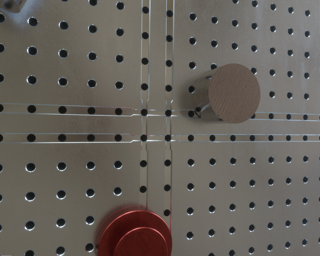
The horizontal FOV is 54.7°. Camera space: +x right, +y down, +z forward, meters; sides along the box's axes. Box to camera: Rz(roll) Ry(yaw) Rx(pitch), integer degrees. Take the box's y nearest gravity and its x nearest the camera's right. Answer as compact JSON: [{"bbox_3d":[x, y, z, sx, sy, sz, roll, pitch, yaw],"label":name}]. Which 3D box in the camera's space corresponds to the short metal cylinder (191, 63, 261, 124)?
[{"bbox_3d":[0.091,-0.046,0.433,0.081,0.050,0.079,0,90,-20],"label":"short metal cylinder"}]

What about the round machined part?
[{"bbox_3d":[-0.030,0.154,0.393,0.099,0.042,0.097,0,90,-20],"label":"round machined part"}]

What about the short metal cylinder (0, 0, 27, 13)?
[{"bbox_3d":[-0.171,-0.166,0.320,0.080,0.080,0.050,29,81,-18],"label":"short metal cylinder"}]
